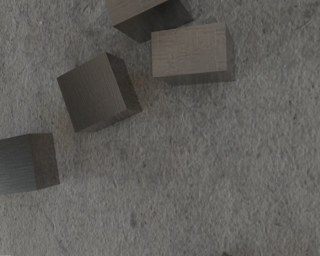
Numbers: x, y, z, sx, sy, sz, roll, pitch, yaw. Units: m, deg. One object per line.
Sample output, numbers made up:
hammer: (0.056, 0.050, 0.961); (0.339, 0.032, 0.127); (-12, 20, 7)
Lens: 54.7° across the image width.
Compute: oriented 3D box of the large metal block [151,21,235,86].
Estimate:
large metal block: (0.043, -0.082, 0.364); (0.080, 0.080, 0.050); (-2, 90, 19)

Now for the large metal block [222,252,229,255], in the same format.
large metal block: (0.086, 0.212, 0.365); (0.080, 0.050, 0.080); (32, 100, 16)

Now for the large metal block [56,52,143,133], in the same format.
large metal block: (-0.082, -0.045, 0.423); (0.080, 0.050, 0.080); (-23, 83, 18)

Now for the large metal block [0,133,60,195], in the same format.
large metal block: (-0.206, 0.054, 0.466); (0.080, 0.050, 0.080); (-11, 87, 19)

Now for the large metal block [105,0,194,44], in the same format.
large metal block: (-0.012, -0.153, 0.383); (0.080, 0.080, 0.050); (-19, 84, 19)
